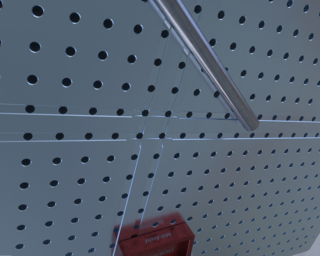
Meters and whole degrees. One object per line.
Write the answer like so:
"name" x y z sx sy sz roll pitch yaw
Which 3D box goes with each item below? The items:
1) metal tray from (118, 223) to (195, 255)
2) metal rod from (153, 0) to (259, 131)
"metal tray" -0.007 0.224 0.544 0.131 0.030 0.089 -8 122 -25
"metal rod" 0.062 -0.085 0.393 0.025 0.025 0.300 -44 130 2
